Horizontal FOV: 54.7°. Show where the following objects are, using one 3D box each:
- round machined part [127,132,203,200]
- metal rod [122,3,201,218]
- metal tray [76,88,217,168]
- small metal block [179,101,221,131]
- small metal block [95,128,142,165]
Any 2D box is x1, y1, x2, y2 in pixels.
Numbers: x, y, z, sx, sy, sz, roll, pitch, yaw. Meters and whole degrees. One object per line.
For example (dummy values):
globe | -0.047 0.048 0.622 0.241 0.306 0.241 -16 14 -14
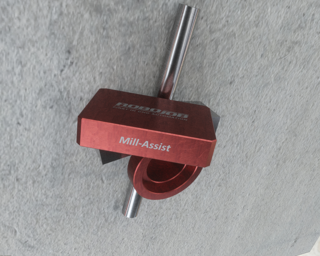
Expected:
round machined part | 0.005 0.040 0.390 0.099 0.042 0.097 -16 129 -21
metal rod | -0.006 -0.005 0.404 0.025 0.025 0.298 2 117 -30
metal tray | -0.011 -0.004 0.329 0.131 0.090 0.030 10 115 -1
small metal block | 0.042 -0.014 0.408 0.050 0.050 0.025 -2 119 -28
small metal block | -0.054 0.012 0.371 0.050 0.050 0.025 -18 126 -19
